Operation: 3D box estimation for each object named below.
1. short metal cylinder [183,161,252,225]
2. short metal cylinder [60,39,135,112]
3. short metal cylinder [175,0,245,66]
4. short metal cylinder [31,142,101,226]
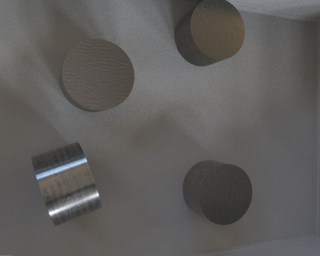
[{"bbox_3d":[0.078,0.087,0.428,0.081,0.050,0.079,0,90,-21],"label":"short metal cylinder"},{"bbox_3d":[-0.076,-0.060,0.370,0.081,0.050,0.079,0,90,-21],"label":"short metal cylinder"},{"bbox_3d":[0.067,-0.128,0.423,0.081,0.050,0.079,0,90,-21],"label":"short metal cylinder"},{"bbox_3d":[-0.103,0.061,0.344,0.050,0.080,0.080,-19,97,-19],"label":"short metal cylinder"}]
